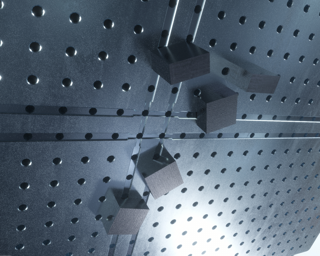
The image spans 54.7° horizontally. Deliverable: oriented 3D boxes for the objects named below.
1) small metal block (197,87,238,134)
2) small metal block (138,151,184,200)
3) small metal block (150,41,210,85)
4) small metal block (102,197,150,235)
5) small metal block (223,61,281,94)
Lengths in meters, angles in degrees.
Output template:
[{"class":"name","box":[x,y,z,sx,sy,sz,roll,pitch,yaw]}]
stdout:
[{"class":"small metal block","box":[0.081,-0.025,0.442,0.050,0.025,0.050,-18,126,-18]},{"class":"small metal block","box":[0.002,0.071,0.458,0.050,0.025,0.050,-29,129,-11]},{"class":"small metal block","box":[0.023,-0.077,0.361,0.050,0.050,0.025,-20,126,-17]},{"class":"small metal block","box":[-0.052,0.133,0.467,0.050,0.025,0.050,13,111,-34]},{"class":"small metal block","box":[0.125,-0.069,0.423,0.050,0.050,0.025,0,119,-29]}]
